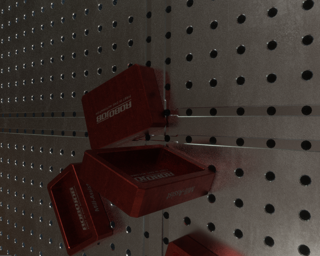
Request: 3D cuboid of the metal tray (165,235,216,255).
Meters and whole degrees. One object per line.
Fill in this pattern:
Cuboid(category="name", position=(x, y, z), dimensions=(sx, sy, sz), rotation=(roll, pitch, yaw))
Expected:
Cuboid(category="metal tray", position=(0.037, 0.211, 0.373), dimensions=(0.090, 0.030, 0.129), rotation=(24, 105, 37))

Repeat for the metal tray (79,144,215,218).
Cuboid(category="metal tray", position=(-0.011, 0.052, 0.348), dimensions=(0.090, 0.131, 0.030), rotation=(25, 106, 37))

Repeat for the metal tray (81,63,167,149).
Cuboid(category="metal tray", position=(-0.057, -0.026, 0.451), dimensions=(0.130, 0.030, 0.090), rotation=(-22, 76, 37))

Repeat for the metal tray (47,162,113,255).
Cuboid(category="metal tray", position=(-0.137, 0.133, 0.515), dimensions=(0.090, 0.030, 0.130), rotation=(-38, 67, 33))
